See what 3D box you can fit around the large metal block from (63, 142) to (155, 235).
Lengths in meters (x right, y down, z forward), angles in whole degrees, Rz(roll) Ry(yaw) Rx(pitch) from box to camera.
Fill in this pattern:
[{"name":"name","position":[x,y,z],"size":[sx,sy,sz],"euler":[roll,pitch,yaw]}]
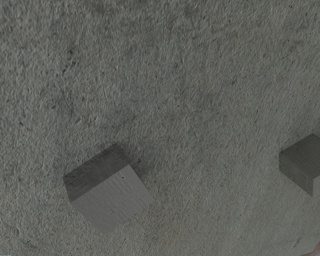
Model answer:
[{"name":"large metal block","position":[-0.065,0.080,0.404],"size":[0.080,0.050,0.080],"euler":[-33,129,-7]}]

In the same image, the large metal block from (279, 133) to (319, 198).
[{"name":"large metal block","position":[0.278,0.066,0.563],"size":[0.080,0.080,0.050],"euler":[-27,128,-11]}]
